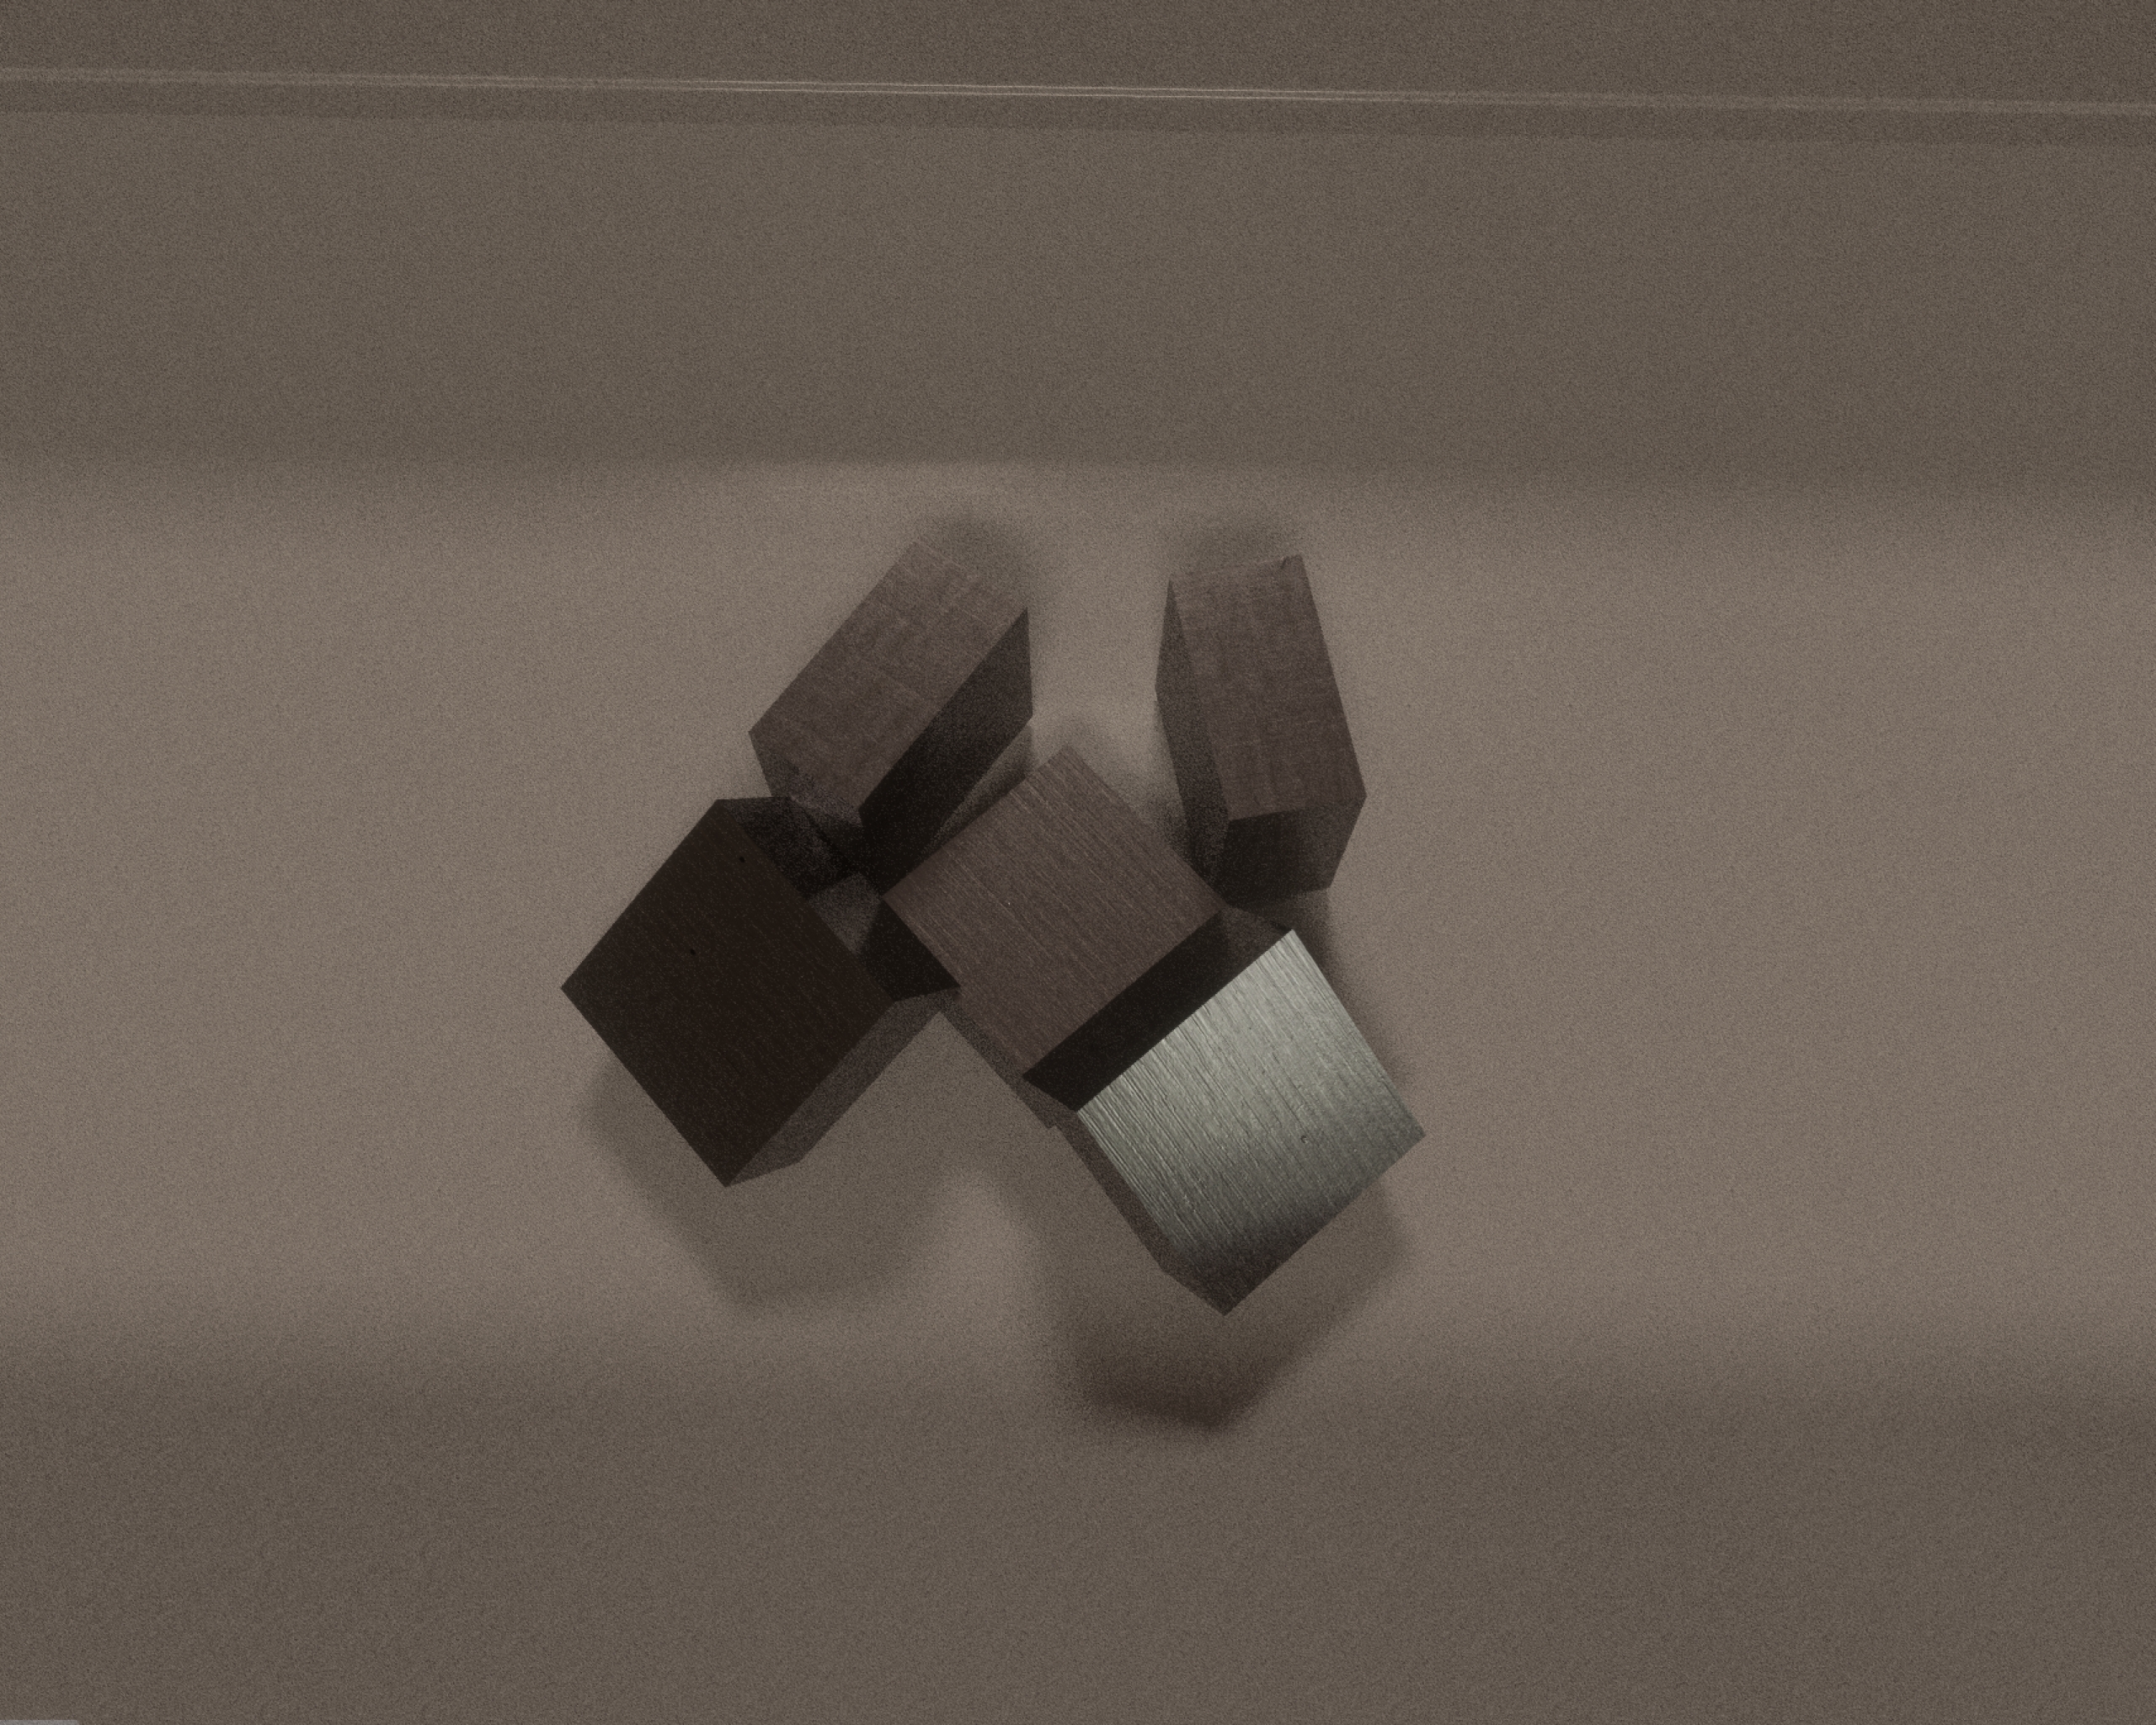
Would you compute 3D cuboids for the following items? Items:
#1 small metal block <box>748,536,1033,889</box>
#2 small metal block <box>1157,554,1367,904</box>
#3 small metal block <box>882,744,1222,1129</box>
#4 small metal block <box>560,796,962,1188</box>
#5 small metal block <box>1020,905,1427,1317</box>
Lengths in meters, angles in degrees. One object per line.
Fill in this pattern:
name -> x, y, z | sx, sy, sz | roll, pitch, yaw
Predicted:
small metal block -> -0.034, -0.027, 0.403 | 0.025, 0.050, 0.050 | 35, 74, 12
small metal block -> 0.034, -0.024, 0.403 | 0.025, 0.050, 0.050 | -10, 70, -5
small metal block -> -0.004, 0.014, 0.402 | 0.050, 0.025, 0.050 | -40, 75, -14
small metal block -> -0.059, 0.023, 0.386 | 0.050, 0.025, 0.050 | 47, 109, 14
small metal block -> 0.027, 0.044, 0.378 | 0.050, 0.025, 0.050 | -39, 112, -14
